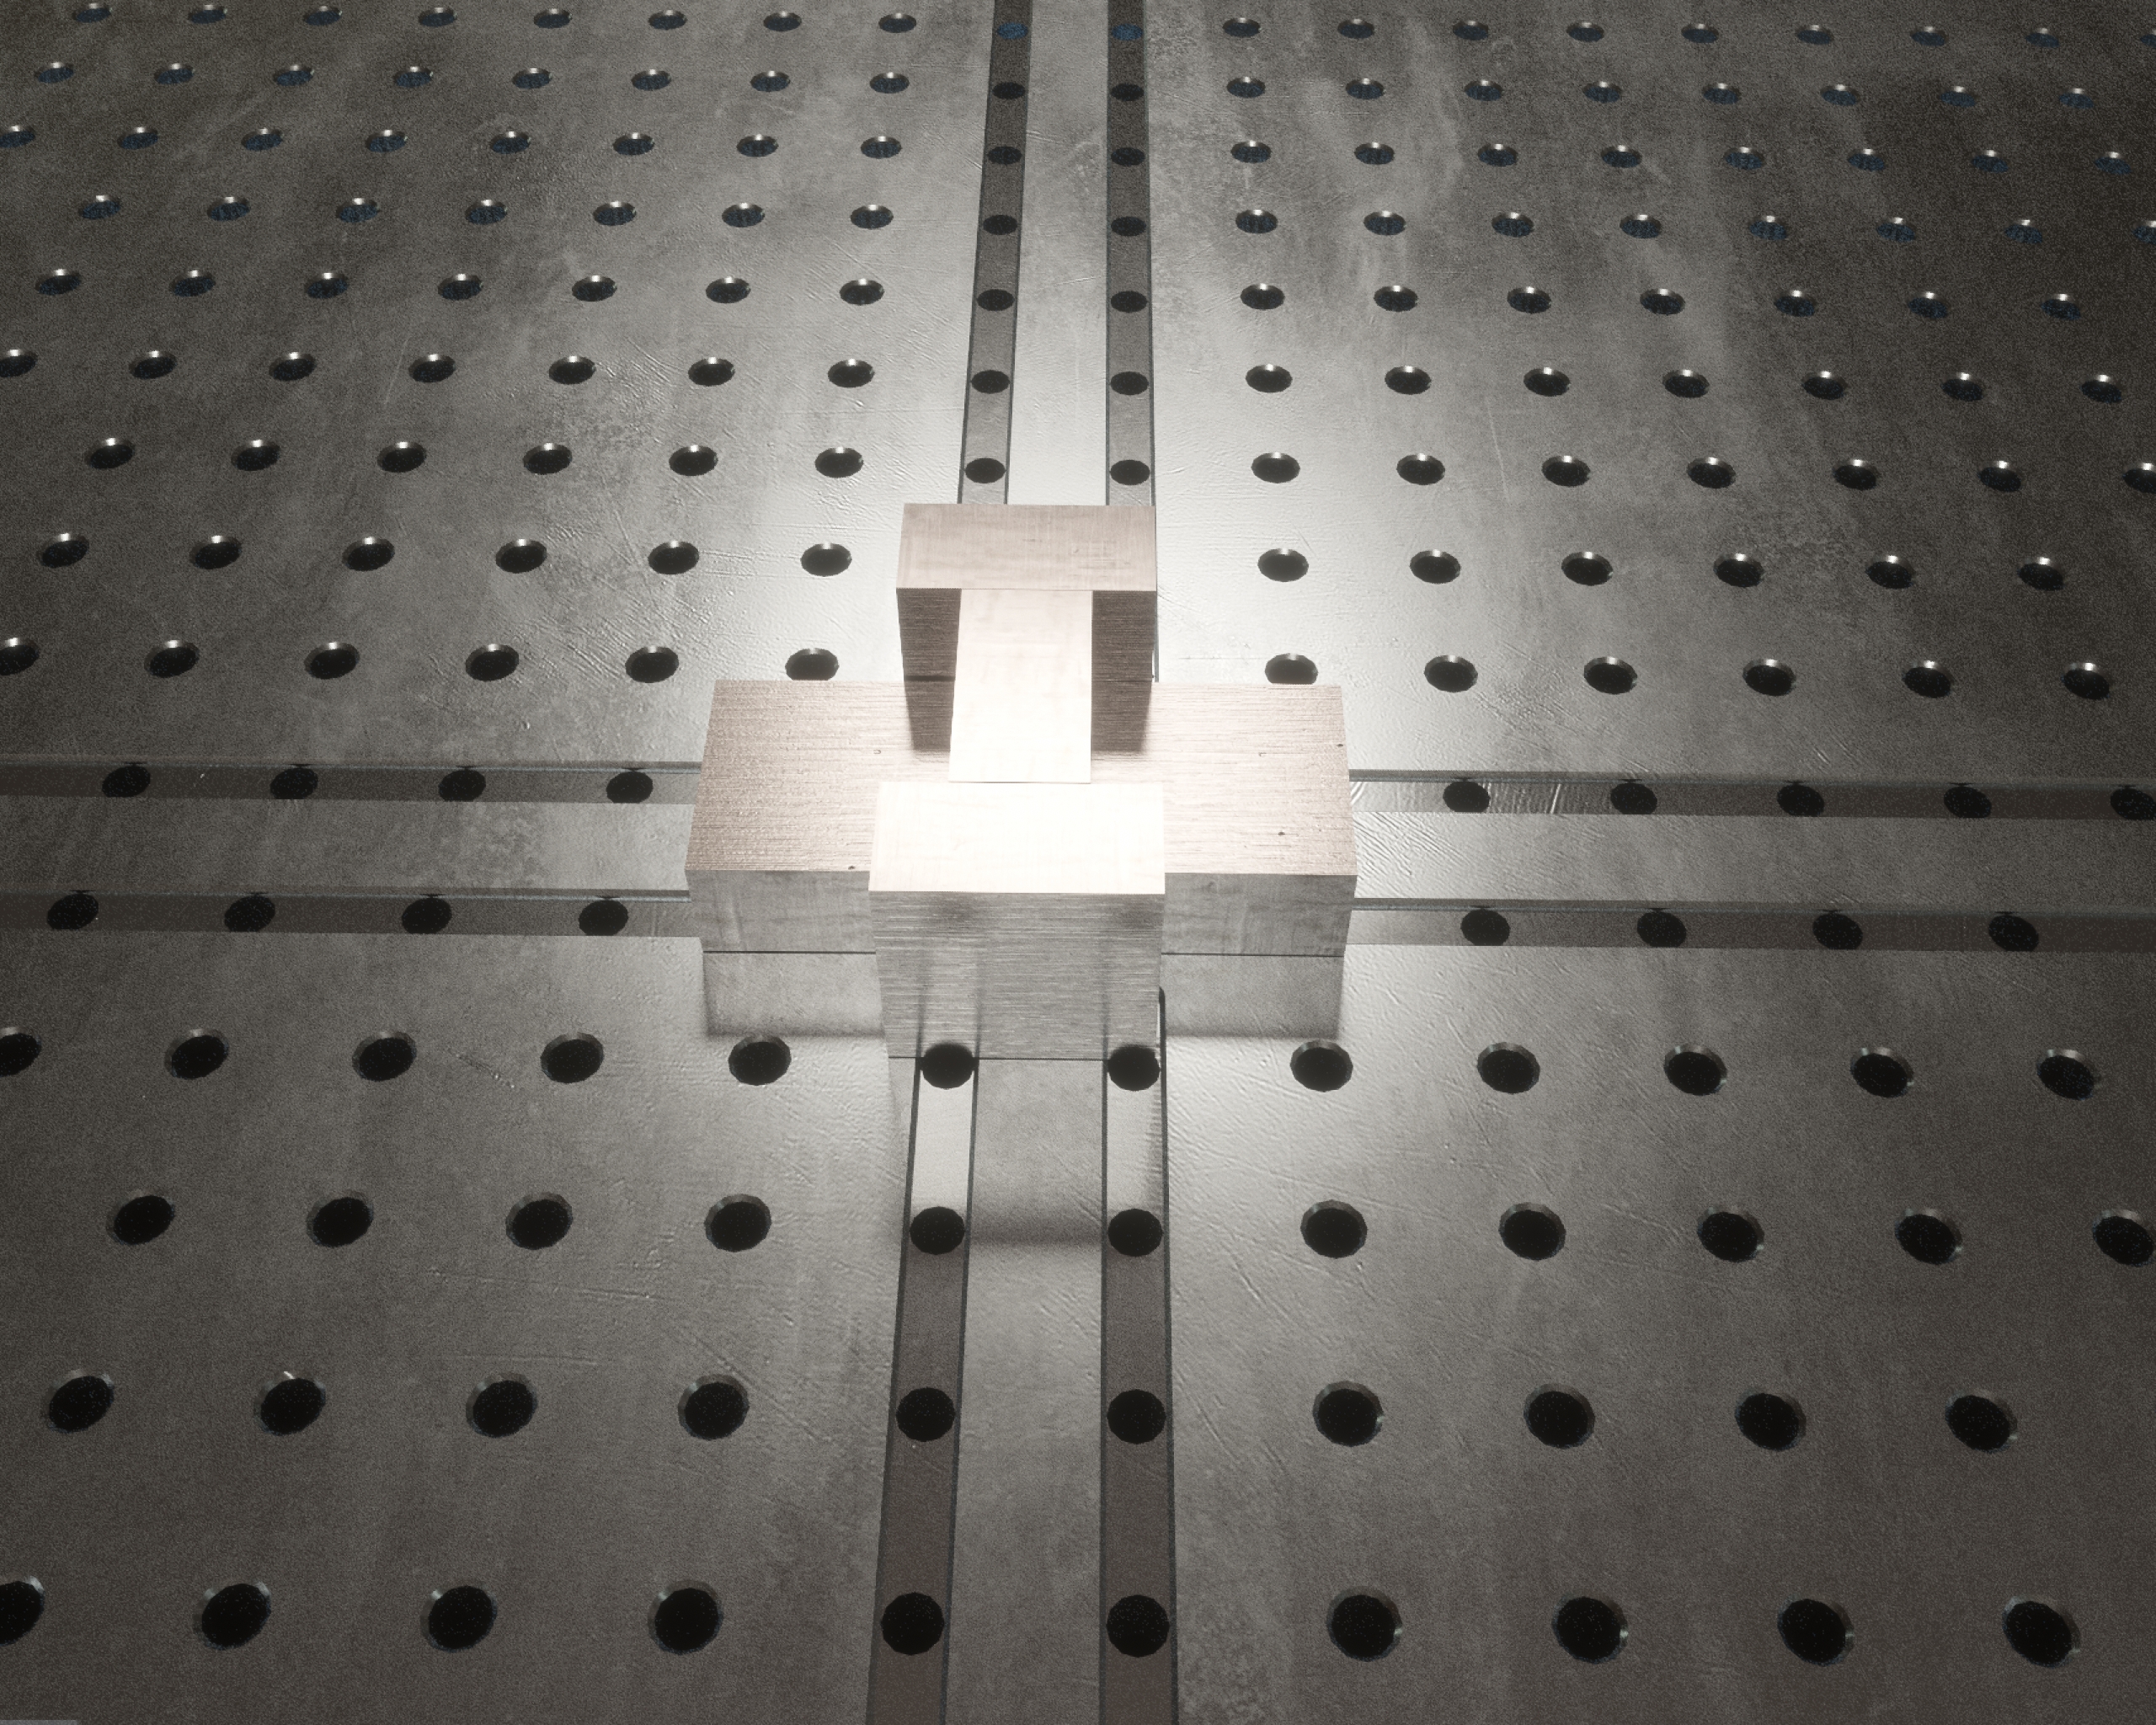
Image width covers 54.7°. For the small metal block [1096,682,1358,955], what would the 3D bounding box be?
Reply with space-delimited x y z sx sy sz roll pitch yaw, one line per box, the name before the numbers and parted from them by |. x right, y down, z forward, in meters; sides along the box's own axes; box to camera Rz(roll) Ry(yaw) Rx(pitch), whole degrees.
small metal block | 0.028 -0.009 0.415 0.050 0.025 0.050 1 50 0

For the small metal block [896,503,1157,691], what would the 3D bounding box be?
small metal block | -0.010 -0.046 0.430 0.050 0.050 0.025 1 50 0

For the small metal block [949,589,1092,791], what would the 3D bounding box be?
small metal block | -0.010 -0.018 0.405 0.025 0.050 0.050 1 50 0

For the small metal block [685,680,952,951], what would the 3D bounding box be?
small metal block | -0.048 -0.010 0.415 0.050 0.025 0.050 0 50 0

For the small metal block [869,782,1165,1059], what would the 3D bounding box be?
small metal block | -0.010 0.011 0.381 0.050 0.050 0.025 1 50 0
